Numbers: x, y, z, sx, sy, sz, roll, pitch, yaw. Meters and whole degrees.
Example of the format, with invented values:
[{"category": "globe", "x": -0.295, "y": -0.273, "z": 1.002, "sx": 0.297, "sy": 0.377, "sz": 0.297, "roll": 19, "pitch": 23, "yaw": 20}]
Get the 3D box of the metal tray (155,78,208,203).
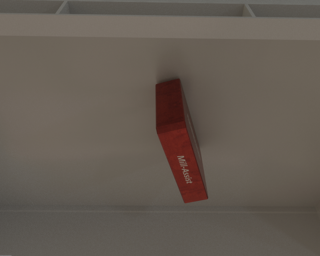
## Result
[{"category": "metal tray", "x": 0.027, "y": 0.018, "z": 0.378, "sx": 0.030, "sy": 0.090, "sz": 0.130, "roll": -13, "pitch": 129, "yaw": 9}]
